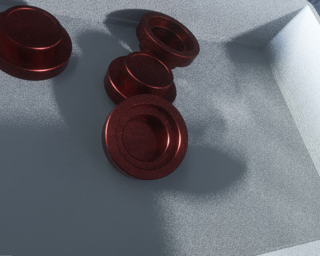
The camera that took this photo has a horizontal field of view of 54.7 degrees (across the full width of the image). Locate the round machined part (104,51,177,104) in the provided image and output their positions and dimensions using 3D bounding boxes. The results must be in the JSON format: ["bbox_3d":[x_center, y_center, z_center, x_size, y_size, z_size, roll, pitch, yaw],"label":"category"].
[{"bbox_3d":[-0.021,-0.064,0.413,0.099,0.042,0.098,17,46,-18],"label":"round machined part"}]

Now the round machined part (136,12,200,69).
[{"bbox_3d":[0.007,-0.127,0.469,0.099,0.042,0.098,20,45,-21],"label":"round machined part"}]

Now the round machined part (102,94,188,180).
[{"bbox_3d":[-0.020,0.012,0.364,0.099,0.042,0.098,5,78,-22],"label":"round machined part"}]

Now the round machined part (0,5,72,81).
[{"bbox_3d":[-0.157,-0.109,0.377,0.099,0.042,0.098,14,56,-21],"label":"round machined part"}]
